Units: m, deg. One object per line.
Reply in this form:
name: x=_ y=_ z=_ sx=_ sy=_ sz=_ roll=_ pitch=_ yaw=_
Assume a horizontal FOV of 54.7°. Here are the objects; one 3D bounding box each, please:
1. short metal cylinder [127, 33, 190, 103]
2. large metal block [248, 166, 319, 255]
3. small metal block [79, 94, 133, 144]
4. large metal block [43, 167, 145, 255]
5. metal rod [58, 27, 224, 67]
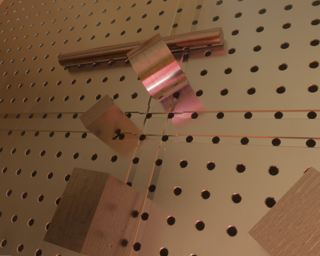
short metal cylinder: x=-0.002 y=-0.081 z=0.422 sx=0.050 sy=0.080 sz=0.080 roll=-31 pitch=52 yaw=8
large metal block: x=0.137 y=0.094 z=0.262 sx=0.080 sy=0.050 sz=0.080 roll=-45 pitch=51 yaw=-3
small metal block: x=-0.075 y=-0.012 z=0.437 sx=0.050 sy=0.050 sz=0.025 roll=-40 pitch=51 yaw=1
large metal block: x=-0.068 y=0.099 z=0.347 sx=0.050 sy=0.080 sz=0.080 roll=4 pitch=64 yaw=30
metal rod: x=-0.046 y=-0.129 z=0.509 sx=0.300 sy=0.025 sz=0.025 roll=-1 pitch=61 yaw=27
